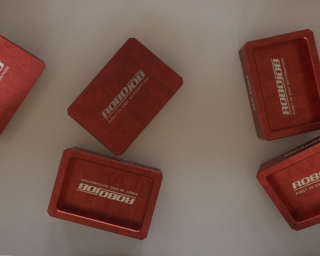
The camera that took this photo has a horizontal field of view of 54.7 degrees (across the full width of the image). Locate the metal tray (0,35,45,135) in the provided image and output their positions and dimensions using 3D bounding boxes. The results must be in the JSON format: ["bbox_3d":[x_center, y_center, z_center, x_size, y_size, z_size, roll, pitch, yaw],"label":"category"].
[{"bbox_3d":[-0.217,-0.051,0.379,0.030,0.090,0.130,33,90,43],"label":"metal tray"}]

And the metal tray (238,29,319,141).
[{"bbox_3d":[0.164,-0.055,0.409,0.091,0.030,0.129,-13,90,0],"label":"metal tray"}]

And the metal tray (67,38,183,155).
[{"bbox_3d":[-0.044,-0.040,0.408,0.090,0.030,0.130,41,90,0],"label":"metal tray"}]

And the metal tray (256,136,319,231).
[{"bbox_3d":[0.199,0.061,0.377,0.130,0.030,0.090,-35,89,31],"label":"metal tray"}]

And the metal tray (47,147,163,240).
[{"bbox_3d":[-0.070,0.084,0.408,0.131,0.030,0.090,15,90,0],"label":"metal tray"}]
